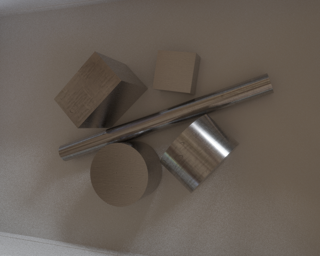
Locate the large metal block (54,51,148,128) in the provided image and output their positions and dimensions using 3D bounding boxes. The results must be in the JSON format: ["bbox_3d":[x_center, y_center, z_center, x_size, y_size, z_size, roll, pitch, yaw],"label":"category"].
[{"bbox_3d":[-0.074,-0.045,0.405,0.080,0.080,0.050,-45,76,14],"label":"large metal block"}]

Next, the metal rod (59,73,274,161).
[{"bbox_3d":[-0.006,-0.008,0.410,0.301,0.025,0.025,-18,84,18],"label":"metal rod"}]

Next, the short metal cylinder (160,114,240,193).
[{"bbox_3d":[0.047,0.030,0.363,0.050,0.080,0.080,44,104,14],"label":"short metal cylinder"}]

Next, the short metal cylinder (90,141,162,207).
[{"bbox_3d":[-0.044,0.058,0.409,0.080,0.050,0.079,0,90,19],"label":"short metal cylinder"}]

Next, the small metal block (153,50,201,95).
[{"bbox_3d":[0.022,-0.071,0.400,0.050,0.025,0.050,9,93,19],"label":"small metal block"}]
